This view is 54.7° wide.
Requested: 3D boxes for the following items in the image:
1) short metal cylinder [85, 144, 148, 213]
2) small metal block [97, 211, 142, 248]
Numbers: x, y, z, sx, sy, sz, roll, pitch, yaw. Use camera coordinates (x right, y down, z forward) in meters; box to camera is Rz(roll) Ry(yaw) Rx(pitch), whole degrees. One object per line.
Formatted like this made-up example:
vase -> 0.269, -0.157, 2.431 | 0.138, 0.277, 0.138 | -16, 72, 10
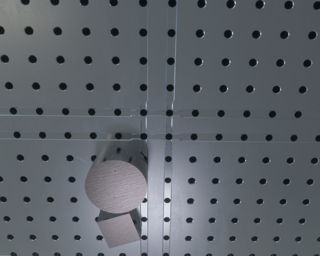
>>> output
short metal cylinder -> -0.057, 0.069, 0.425 | 0.081, 0.050, 0.079 | 0, 110, 0
small metal block -> -0.060, 0.148, 0.467 | 0.050, 0.025, 0.050 | -17, 109, 6
